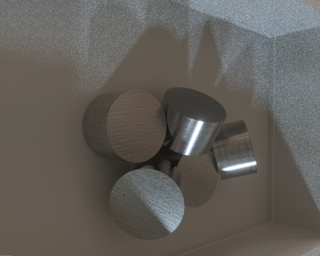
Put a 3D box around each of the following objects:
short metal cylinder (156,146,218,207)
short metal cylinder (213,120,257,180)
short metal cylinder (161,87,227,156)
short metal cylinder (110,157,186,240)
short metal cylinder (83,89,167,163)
[{"bbox_3d":[0.033,0.062,0.418,0.081,0.050,0.079,0,90,-40],"label":"short metal cylinder"},{"bbox_3d":[0.106,0.032,0.453,0.080,0.050,0.080,-15,91,-81],"label":"short metal cylinder"},{"bbox_3d":[0.036,-0.010,0.392,0.081,0.080,0.050,-11,133,-40],"label":"short metal cylinder"},{"bbox_3d":[-0.011,0.078,0.353,0.050,0.080,0.079,-51,133,-79],"label":"short metal cylinder"},{"bbox_3d":[-0.039,-0.002,0.356,0.081,0.050,0.079,0,90,-40],"label":"short metal cylinder"}]
